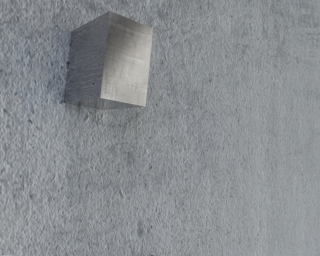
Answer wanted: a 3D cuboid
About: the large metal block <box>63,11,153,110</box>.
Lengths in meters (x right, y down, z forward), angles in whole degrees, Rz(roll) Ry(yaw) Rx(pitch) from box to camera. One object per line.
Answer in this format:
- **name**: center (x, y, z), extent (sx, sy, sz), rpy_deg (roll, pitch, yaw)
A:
- **large metal block**: center (-0.055, -0.063, 0.322), extent (0.050, 0.080, 0.080), rpy_deg (9, 85, -40)
